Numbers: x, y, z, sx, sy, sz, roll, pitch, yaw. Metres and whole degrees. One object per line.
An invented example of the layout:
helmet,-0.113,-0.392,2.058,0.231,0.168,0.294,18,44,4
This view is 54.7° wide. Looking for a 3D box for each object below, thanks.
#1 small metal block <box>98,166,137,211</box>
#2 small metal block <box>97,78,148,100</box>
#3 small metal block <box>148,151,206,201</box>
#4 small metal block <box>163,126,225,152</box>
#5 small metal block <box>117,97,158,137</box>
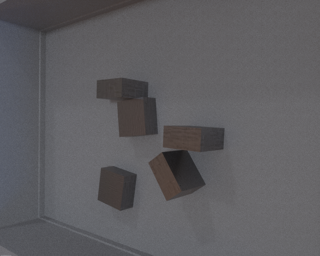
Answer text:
small metal block,-0.064,0.088,0.457,0.050,0.025,0.050,12,98,39
small metal block,-0.052,-0.053,0.431,0.050,0.050,0.025,2,91,39
small metal block,0.021,0.055,0.372,0.025,0.050,0.050,-41,65,32
small metal block,0.039,0.011,0.357,0.050,0.050,0.025,4,93,39
small metal block,-0.032,-0.014,0.431,0.050,0.025,0.050,-6,86,39
